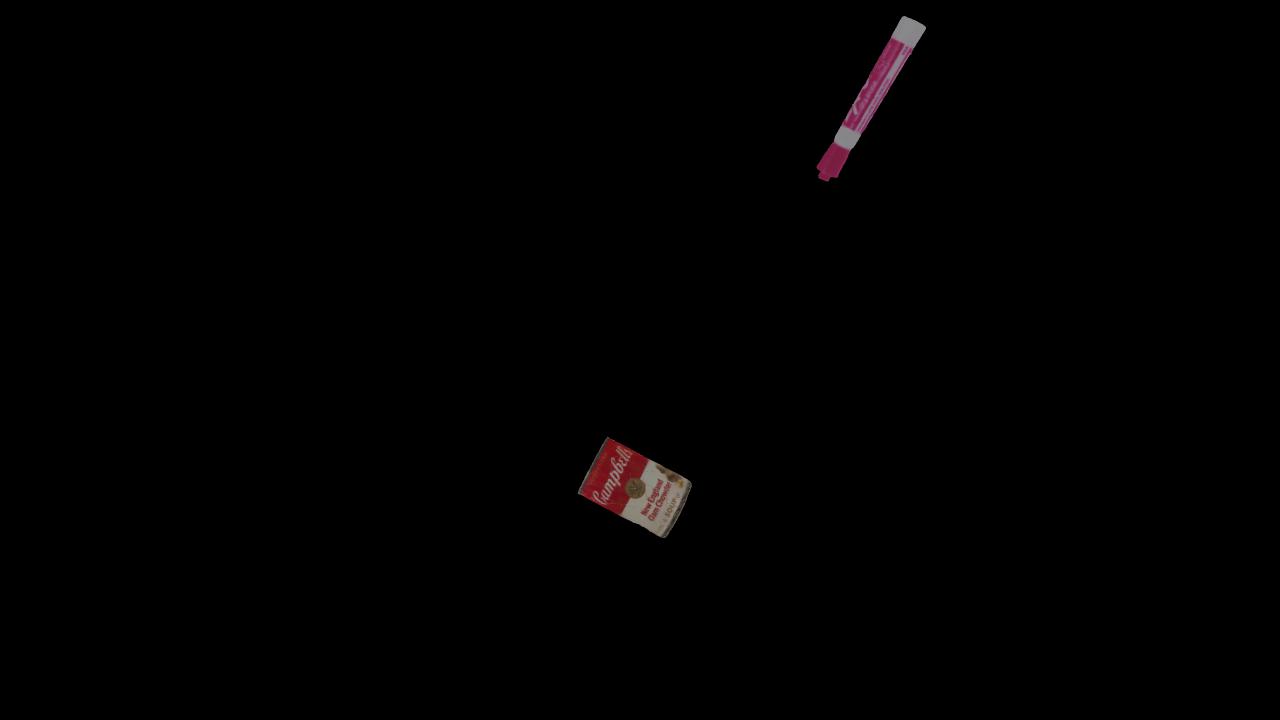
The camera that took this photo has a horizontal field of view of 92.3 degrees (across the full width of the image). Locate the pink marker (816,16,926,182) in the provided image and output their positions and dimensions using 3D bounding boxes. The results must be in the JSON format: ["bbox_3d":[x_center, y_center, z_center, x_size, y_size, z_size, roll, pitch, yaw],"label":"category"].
[{"bbox_3d":[0.170,-0.192,0.463,0.020,0.121,0.020,19,31,-12],"label":"pink marker"}]

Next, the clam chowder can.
[{"bbox_3d":[-0.005,0.134,0.645,0.102,0.068,0.068,28,1,2],"label":"clam chowder can"}]
